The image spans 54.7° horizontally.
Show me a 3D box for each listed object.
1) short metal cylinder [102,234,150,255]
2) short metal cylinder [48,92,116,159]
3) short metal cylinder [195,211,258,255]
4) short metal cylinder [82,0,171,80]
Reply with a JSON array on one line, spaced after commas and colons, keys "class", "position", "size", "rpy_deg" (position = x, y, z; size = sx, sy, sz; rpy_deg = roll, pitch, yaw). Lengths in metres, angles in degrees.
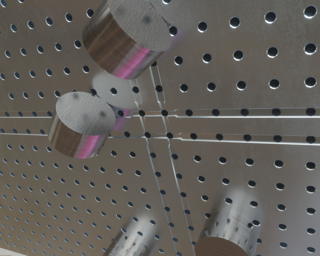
[{"class": "short metal cylinder", "position": [-0.065, 0.248, 0.581], "size": [0.080, 0.050, 0.079], "rpy_deg": [13, 124, 20]}, {"class": "short metal cylinder", "position": [-0.108, -0.005, 0.428], "size": [0.080, 0.080, 0.050], "rpy_deg": [36, 129, 3]}, {"class": "short metal cylinder", "position": [0.097, 0.168, 0.447], "size": [0.080, 0.050, 0.079], "rpy_deg": [13, 124, 20]}, {"class": "short metal cylinder", "position": [-0.035, -0.099, 0.331], "size": [0.080, 0.080, 0.050], "rpy_deg": [49, 129, -6]}]
